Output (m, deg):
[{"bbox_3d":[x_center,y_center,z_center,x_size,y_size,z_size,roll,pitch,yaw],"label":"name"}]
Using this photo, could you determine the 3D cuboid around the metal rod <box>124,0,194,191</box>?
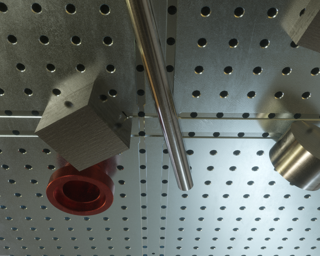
[{"bbox_3d":[0.008,-0.022,0.393,0.025,0.025,0.298,-10,130,8],"label":"metal rod"}]

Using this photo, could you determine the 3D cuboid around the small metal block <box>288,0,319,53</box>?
[{"bbox_3d":[0.174,-0.107,0.323,0.050,0.025,0.050,14,129,-13],"label":"small metal block"}]

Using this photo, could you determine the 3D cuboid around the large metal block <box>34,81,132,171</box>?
[{"bbox_3d":[-0.093,0.000,0.394,0.080,0.050,0.080,-25,126,19],"label":"large metal block"}]

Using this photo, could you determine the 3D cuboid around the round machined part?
[{"bbox_3d":[-0.119,0.089,0.474,0.099,0.042,0.097,-1,130,0],"label":"round machined part"}]

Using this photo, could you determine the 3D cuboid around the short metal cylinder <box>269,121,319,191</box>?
[{"bbox_3d":[0.194,0.036,0.409,0.081,0.080,0.050,15,128,-13],"label":"short metal cylinder"}]
